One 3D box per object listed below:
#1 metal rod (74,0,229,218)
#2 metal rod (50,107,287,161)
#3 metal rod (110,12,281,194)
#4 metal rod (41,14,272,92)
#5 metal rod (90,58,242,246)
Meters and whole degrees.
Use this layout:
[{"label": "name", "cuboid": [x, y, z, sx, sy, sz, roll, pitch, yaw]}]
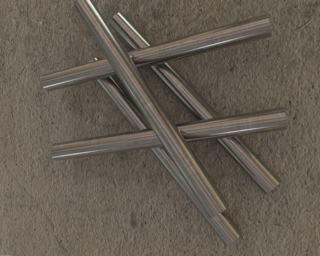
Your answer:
[{"label": "metal rod", "cuboid": [-0.016, -0.033, 0.362, 0.025, 0.025, 0.299, -36, 79, 16]}, {"label": "metal rod", "cuboid": [-0.004, 0.011, 0.385, 0.301, 0.025, 0.025, -9, 87, 19]}, {"label": "metal rod", "cuboid": [0.036, -0.040, 0.396, 0.025, 0.025, 0.300, -44, 77, 14]}, {"label": "metal rod", "cuboid": [-0.019, -0.089, 0.390, 0.301, 0.025, 0.025, -10, 87, 19]}, {"label": "metal rod", "cuboid": [-0.002, 0.022, 0.409, 0.025, 0.025, 0.300, -42, 77, 15]}]
